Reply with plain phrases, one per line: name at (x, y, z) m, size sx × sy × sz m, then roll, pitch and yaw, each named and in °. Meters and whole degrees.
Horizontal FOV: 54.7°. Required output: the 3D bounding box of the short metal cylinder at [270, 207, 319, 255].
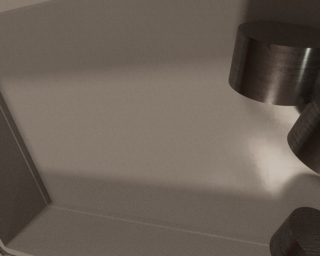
short metal cylinder at (0.180, 0.142, 0.366) m, size 0.080 × 0.080 × 0.050 m, roll 26°, pitch 127°, yaw 11°

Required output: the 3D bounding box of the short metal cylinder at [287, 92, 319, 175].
short metal cylinder at (0.169, 0.006, 0.288) m, size 0.080 × 0.080 × 0.050 m, roll 26°, pitch 127°, yaw 12°

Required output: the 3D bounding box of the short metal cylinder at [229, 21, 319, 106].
short metal cylinder at (0.106, -0.061, 0.279) m, size 0.080 × 0.080 × 0.050 m, roll 16°, pitch 125°, yaw 19°
